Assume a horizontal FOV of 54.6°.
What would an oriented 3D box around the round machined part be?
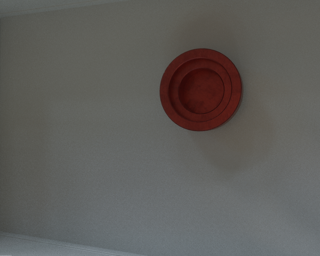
[{"bbox_3d":[0.053,-0.045,0.383,0.098,0.042,0.097,0,90,20],"label":"round machined part"}]
